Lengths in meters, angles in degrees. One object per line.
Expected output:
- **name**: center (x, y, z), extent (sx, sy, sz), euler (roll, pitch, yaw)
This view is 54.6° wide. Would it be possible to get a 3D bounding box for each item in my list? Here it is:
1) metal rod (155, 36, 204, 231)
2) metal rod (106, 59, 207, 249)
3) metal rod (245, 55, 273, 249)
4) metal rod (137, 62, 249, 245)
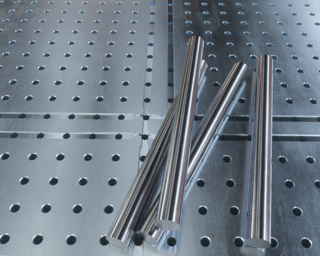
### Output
- **metal rod**: center (0.032, -0.020, 0.391), extent (0.025, 0.025, 0.300), euler (7, 50, 6)
- **metal rod**: center (0.010, 0.007, 0.401), extent (0.025, 0.025, 0.301), euler (16, 52, 13)
- **metal rod**: center (0.133, 0.004, 0.404), extent (0.025, 0.025, 0.300), euler (11, 51, 9)
- **metal rod**: center (0.057, 0.010, 0.399), extent (0.025, 0.025, 0.301), euler (22, 53, 17)
